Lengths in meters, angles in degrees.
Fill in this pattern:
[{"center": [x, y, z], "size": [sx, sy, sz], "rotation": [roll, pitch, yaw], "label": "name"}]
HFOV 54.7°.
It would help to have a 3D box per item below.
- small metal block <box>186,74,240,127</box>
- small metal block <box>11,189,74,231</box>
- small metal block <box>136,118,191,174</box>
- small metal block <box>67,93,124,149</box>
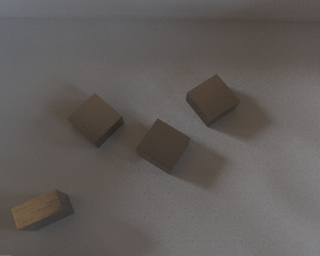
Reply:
[{"center": [0.071, -0.038, 0.424], "size": [0.050, 0.025, 0.050], "rotation": [-33, 74, -11], "label": "small metal block"}, {"center": [-0.134, 0.097, 0.360], "size": [0.050, 0.050, 0.025], "rotation": [-24, 72, -8], "label": "small metal block"}, {"center": [0.004, 0.024, 0.401], "size": [0.050, 0.025, 0.050], "rotation": [31, 73, 10], "label": "small metal block"}, {"center": [-0.085, -0.009, 0.412], "size": [0.050, 0.025, 0.050], "rotation": [40, 75, 13], "label": "small metal block"}]
